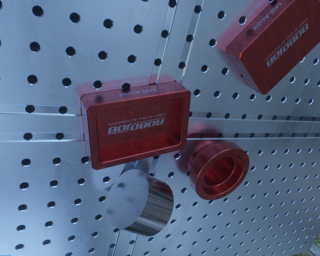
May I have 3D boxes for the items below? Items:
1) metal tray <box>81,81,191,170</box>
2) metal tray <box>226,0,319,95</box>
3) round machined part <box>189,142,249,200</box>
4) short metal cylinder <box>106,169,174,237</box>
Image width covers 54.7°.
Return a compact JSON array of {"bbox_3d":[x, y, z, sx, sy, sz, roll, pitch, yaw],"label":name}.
[{"bbox_3d":[-0.028,-0.004,0.391,0.131,0.030,0.089,-12,124,-23],"label":"metal tray"},{"bbox_3d":[0.164,-0.120,0.425,0.130,0.030,0.090,-45,130,3],"label":"metal tray"},{"bbox_3d":[0.088,0.063,0.490,0.099,0.042,0.097,-14,125,-21],"label":"round machined part"},{"bbox_3d":[-0.028,0.103,0.425,0.050,0.080,0.080,33,100,-39],"label":"short metal cylinder"}]
